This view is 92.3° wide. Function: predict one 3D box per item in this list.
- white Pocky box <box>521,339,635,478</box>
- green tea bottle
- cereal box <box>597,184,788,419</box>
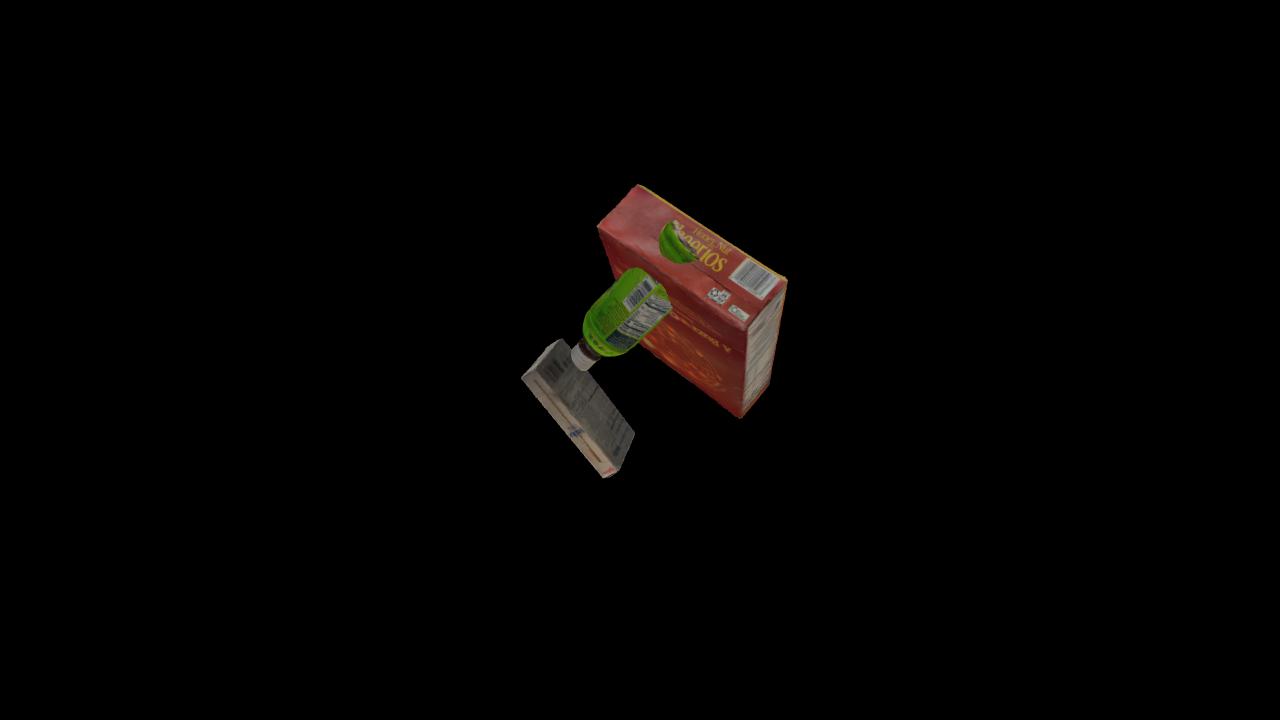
[{"bbox_3d":[-0.067,0.055,0.720,0.028,0.154,0.084,-30,15,26],"label":"white Pocky box"},{"bbox_3d":[-0.008,-0.061,0.687,0.212,0.073,0.073,-42,-23,28],"label":"green tea bottle"},{"bbox_3d":[0.068,-0.054,0.758,0.203,0.081,0.306,38,-12,20],"label":"cereal box"}]
